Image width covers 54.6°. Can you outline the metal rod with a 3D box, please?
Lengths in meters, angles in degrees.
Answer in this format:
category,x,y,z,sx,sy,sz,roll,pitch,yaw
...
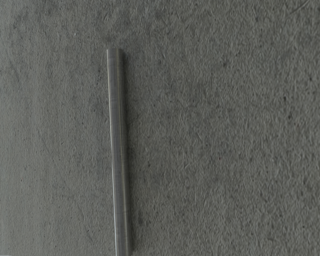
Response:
category,x,y,z,sx,sy,sz,roll,pitch,yaw
metal rod,-0.059,0.034,0.455,0.025,0.025,0.298,-5,87,40
